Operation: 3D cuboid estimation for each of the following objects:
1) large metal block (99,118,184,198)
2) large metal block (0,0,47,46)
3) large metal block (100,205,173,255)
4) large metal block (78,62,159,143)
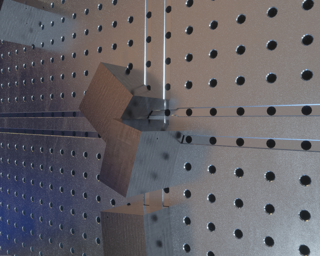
[{"bbox_3d":[-0.022,0.034,0.390,0.050,0.081,0.079,23,104,37],"label":"large metal block"},{"bbox_3d":[-0.282,-0.214,0.602,0.050,0.081,0.080,48,118,29],"label":"large metal block"},{"bbox_3d":[-0.032,0.150,0.417,0.080,0.050,0.080,-8,85,39],"label":"large metal block"},{"bbox_3d":[-0.061,-0.035,0.441,0.080,0.050,0.080,46,117,29],"label":"large metal block"}]
